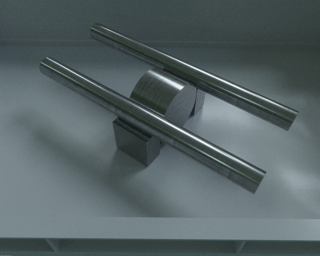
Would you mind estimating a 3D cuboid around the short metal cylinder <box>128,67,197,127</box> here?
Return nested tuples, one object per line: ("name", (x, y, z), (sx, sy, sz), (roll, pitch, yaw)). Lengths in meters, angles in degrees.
("short metal cylinder", (0.004, -0.030, 0.393), (0.050, 0.080, 0.080), (30, 56, 22))

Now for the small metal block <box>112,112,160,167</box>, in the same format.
("small metal block", (-0.028, 0.013, 0.376), (0.050, 0.050, 0.025), (30, 56, 22))

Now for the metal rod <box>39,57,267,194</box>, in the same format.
("metal rod", (-0.026, -0.015, 0.352), (0.300, 0.025, 0.025), (29, 56, 22))

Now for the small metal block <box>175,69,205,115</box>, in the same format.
("small metal block", (0.035, -0.053, 0.431), (0.050, 0.050, 0.025), (30, 56, 22))

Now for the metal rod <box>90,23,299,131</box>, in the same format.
("metal rod", (0.028, -0.075, 0.402), (0.300, 0.025, 0.025), (29, 56, 22))
